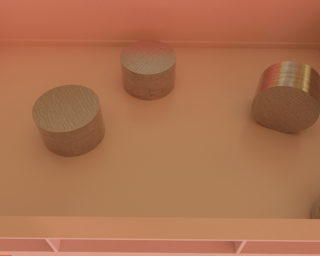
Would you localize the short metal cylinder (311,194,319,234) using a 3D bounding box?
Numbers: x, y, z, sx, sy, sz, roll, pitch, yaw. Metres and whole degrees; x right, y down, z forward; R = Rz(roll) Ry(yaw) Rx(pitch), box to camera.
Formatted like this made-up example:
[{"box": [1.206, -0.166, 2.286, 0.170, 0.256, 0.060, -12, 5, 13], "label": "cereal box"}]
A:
[{"box": [0.203, 0.084, 0.312, 0.081, 0.050, 0.080, 1, 39, 0], "label": "short metal cylinder"}]

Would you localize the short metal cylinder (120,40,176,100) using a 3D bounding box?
[{"box": [-0.017, -0.087, 0.462, 0.081, 0.050, 0.080, 0, 50, 0], "label": "short metal cylinder"}]

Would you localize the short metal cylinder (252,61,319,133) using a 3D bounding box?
[{"box": [0.166, -0.039, 0.405, 0.080, 0.080, 0.050, 18, 52, 14], "label": "short metal cylinder"}]

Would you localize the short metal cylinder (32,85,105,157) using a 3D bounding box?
[{"box": [-0.114, -0.010, 0.396, 0.081, 0.050, 0.080, 0, 50, 0], "label": "short metal cylinder"}]
